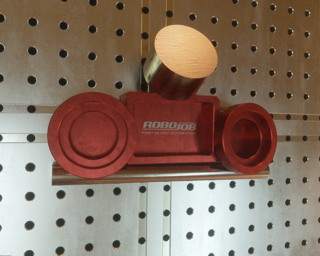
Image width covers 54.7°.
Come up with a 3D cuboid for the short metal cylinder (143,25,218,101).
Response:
[{"bbox_3d":[0.024,-0.081,0.389,0.081,0.050,0.080,9,61,-16],"label":"short metal cylinder"}]

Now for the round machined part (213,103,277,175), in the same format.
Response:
[{"bbox_3d":[0.114,0.015,0.436,0.099,0.042,0.097,1,88,-28],"label":"round machined part"}]

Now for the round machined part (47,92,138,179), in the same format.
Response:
[{"bbox_3d":[-0.078,0.009,0.366,0.099,0.042,0.097,1,87,-12],"label":"round machined part"}]

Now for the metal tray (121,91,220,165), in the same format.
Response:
[{"bbox_3d":[0.015,0.001,0.411,0.131,0.030,0.089,1,90,-21],"label":"metal tray"}]

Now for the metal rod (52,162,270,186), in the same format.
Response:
[{"bbox_3d":[0.015,0.059,0.414,0.302,0.025,0.025,2,90,-20],"label":"metal rod"}]
